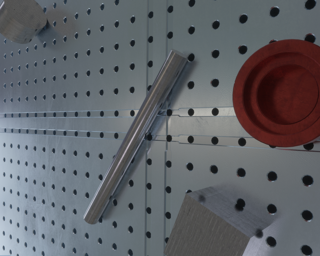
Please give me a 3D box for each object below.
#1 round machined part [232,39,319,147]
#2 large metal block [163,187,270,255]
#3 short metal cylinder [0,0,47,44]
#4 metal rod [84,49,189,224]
[{"bbox_3d":[0.124,-0.031,0.296,0.098,0.042,0.097,0,90,40],"label":"round machined part"},{"bbox_3d":[0.061,0.124,0.343,0.080,0.050,0.079,30,108,36],"label":"large metal block"},{"bbox_3d":[-0.268,-0.210,0.595,0.050,0.081,0.080,-30,72,36],"label":"short metal cylinder"},{"bbox_3d":[-0.043,0.027,0.445,0.025,0.025,0.298,44,116,31],"label":"metal rod"}]
